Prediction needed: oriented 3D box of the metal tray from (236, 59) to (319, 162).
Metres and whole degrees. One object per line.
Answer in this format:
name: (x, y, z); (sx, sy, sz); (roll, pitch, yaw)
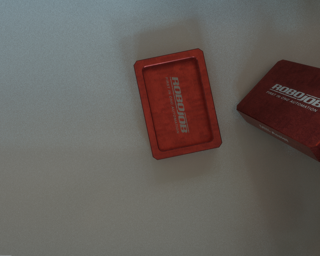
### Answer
metal tray: (0.163, -0.027, 0.362); (0.090, 0.130, 0.030); (-47, 122, 0)

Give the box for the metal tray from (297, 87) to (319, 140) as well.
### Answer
metal tray: (0.230, -0.010, 0.367); (0.091, 0.130, 0.030); (-1, 132, 0)

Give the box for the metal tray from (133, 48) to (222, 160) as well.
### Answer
metal tray: (0.023, -0.031, 0.408); (0.091, 0.030, 0.129); (-12, 90, 0)
